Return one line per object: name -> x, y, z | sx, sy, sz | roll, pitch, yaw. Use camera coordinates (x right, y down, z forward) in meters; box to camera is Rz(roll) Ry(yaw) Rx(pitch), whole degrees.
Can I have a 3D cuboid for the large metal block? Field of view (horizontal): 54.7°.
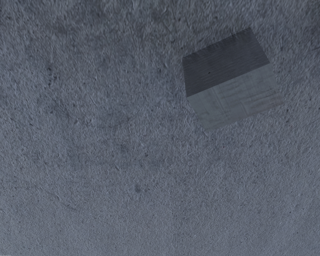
large metal block -> 0.073, -0.052, 0.328 | 0.080, 0.080, 0.050 | -21, 127, 17
